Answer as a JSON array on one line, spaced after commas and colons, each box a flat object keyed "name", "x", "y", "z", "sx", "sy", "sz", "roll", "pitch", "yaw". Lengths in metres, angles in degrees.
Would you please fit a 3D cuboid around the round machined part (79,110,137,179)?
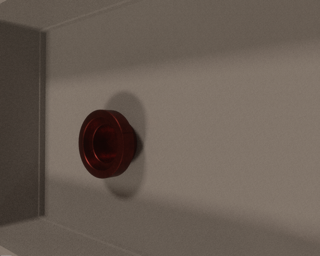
[{"name": "round machined part", "x": -0.072, "y": 0.022, "z": 0.453, "sx": 0.098, "sy": 0.042, "sz": 0.097, "roll": 0, "pitch": 90, "yaw": 39}]
